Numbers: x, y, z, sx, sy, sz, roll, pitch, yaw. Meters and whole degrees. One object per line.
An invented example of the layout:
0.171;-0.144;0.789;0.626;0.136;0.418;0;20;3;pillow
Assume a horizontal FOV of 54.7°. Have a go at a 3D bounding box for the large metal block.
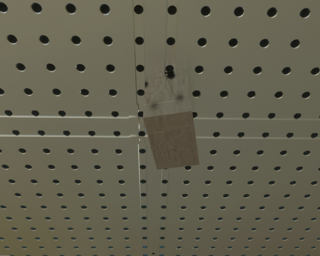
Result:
0.014;-0.010;0.368;0.050;0.080;0.080;-8;130;6;large metal block
